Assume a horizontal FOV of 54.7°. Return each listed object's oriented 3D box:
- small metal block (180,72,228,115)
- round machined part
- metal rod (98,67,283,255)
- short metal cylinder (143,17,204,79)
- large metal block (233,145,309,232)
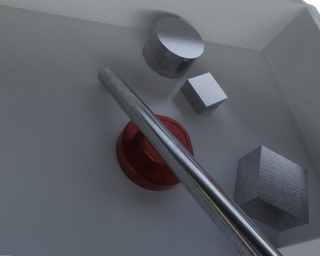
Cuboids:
[{"bbox_3d":[0.068,-0.053,0.477,0.050,0.025,0.050,-23,75,-37],"label":"small metal block"},{"bbox_3d":[0.000,0.024,0.381,0.099,0.042,0.098,14,56,-21],"label":"round machined part"},{"bbox_3d":[0.006,0.017,0.320,0.025,0.025,0.300,-10,42,-33],"label":"metal rod"},{"bbox_3d":[0.020,-0.123,0.477,0.081,0.050,0.080,14,56,-21],"label":"short metal cylinder"},{"bbox_3d":[0.152,0.083,0.423,0.080,0.050,0.080,28,52,-11],"label":"large metal block"}]
